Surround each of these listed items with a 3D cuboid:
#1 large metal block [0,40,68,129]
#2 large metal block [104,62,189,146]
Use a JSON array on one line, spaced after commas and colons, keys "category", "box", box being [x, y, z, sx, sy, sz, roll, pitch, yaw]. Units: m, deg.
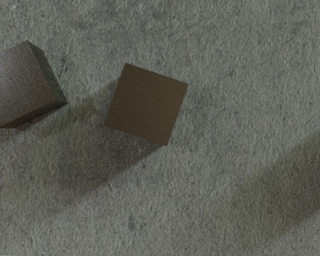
[{"category": "large metal block", "box": [-0.178, -0.052, 0.395, 0.080, 0.050, 0.080, -25, 90, -1]}, {"category": "large metal block", "box": [-0.017, -0.028, 0.397, 0.080, 0.050, 0.080, 19, 90, -1]}]
